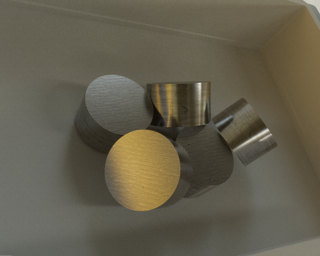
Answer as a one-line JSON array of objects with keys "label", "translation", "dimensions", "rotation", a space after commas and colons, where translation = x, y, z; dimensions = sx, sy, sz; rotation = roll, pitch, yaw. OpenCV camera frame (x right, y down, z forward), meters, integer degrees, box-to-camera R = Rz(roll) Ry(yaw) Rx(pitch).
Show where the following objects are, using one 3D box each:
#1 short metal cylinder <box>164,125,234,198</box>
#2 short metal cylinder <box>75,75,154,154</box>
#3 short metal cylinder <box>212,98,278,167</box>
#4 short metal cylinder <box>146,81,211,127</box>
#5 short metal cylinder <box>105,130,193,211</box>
[{"label": "short metal cylinder", "translation": [0.044, 0.042, 0.388], "dimensions": [0.081, 0.050, 0.080], "rotation": [14, 56, -21]}, {"label": "short metal cylinder", "translation": [-0.055, -0.016, 0.368], "dimensions": [0.081, 0.050, 0.080], "rotation": [14, 56, -21]}, {"label": "short metal cylinder", "translation": [0.114, 0.006, 0.421], "dimensions": [0.080, 0.050, 0.080], "rotation": [53, 10, -13]}, {"label": "short metal cylinder", "translation": [0.024, -0.033, 0.393], "dimensions": [0.081, 0.080, 0.050], "rotation": [-8, 102, -32]}, {"label": "short metal cylinder", "translation": [-0.010, 0.045, 0.328], "dimensions": [0.080, 0.080, 0.050], "rotation": [66, 12, 18]}]
